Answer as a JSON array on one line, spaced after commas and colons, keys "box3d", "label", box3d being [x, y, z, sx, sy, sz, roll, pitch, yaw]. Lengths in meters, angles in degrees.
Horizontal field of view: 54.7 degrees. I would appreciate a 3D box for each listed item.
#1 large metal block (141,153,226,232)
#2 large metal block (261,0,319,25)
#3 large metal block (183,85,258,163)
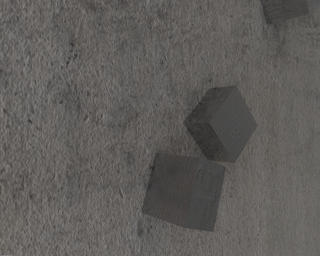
[{"box3d": [0.029, 0.079, 0.393, 0.050, 0.080, 0.080, 22, 76, -38], "label": "large metal block"}, {"box3d": [0.248, -0.238, 0.576, 0.080, 0.080, 0.050, -36, 113, -34], "label": "large metal block"}, {"box3d": [0.093, -0.006, 0.466, 0.080, 0.050, 0.080, -51, 120, -28], "label": "large metal block"}]
